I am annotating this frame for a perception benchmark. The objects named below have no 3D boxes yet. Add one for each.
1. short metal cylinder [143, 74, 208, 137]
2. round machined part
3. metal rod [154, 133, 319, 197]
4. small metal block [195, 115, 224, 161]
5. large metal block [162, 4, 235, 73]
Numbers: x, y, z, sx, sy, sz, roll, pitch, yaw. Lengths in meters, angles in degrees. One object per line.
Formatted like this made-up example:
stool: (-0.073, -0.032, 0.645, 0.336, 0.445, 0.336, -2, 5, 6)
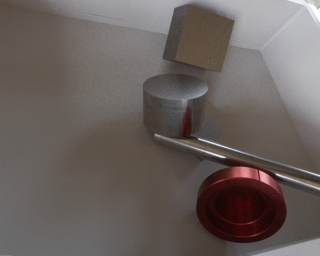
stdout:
short metal cylinder: (0.019, -0.031, 0.397, 0.081, 0.050, 0.080, 1, 32, 0)
round machined part: (0.094, 0.085, 0.364, 0.098, 0.097, 0.042, 33, 30, -7)
metal rod: (0.137, 0.052, 0.374, 0.301, 0.025, 0.025, 17, 51, 11)
small metal block: (0.055, 0.009, 0.431, 0.050, 0.025, 0.050, 39, 51, -3)
large metal block: (0.058, -0.136, 0.480, 0.081, 0.050, 0.079, 10, 99, -23)
